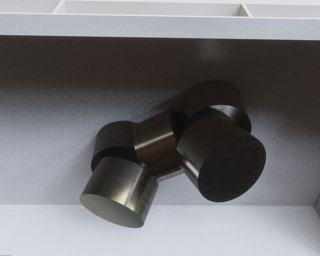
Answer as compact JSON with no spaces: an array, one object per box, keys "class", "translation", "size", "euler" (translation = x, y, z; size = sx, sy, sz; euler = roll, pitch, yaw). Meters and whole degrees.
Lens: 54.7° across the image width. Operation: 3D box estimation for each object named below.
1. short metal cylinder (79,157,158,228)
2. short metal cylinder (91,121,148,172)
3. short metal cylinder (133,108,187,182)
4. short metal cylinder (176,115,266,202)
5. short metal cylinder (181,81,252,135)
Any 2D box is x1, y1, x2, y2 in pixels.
[{"class":"short metal cylinder","translation":[-0.048,0.078,0.372],"size":[0.080,0.050,0.080],"euler":[15,145,12]},{"class":"short metal cylinder","translation":[-0.049,0.037,0.421],"size":[0.081,0.050,0.079],"euler":[0,130,0]},{"class":"short metal cylinder","translation":[0.009,0.022,0.389],"size":[0.050,0.080,0.080],"euler":[-23,127,18]},{"class":"short metal cylinder","translation":[0.065,0.032,0.333],"size":[0.081,0.050,0.079],"euler":[-11,120,-19]},{"class":"short metal cylinder","translation":[0.067,-0.011,0.382],"size":[0.081,0.050,0.079],"euler":[0,130,0]}]
